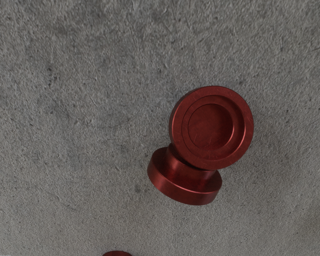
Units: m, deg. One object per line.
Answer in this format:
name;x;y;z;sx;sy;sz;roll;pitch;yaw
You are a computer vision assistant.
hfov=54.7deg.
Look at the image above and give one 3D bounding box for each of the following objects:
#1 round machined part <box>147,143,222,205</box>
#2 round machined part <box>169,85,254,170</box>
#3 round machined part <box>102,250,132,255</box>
round machined part;0.036;0.052;0.406;0.099;0.098;0.042;15;115;-13
round machined part;0.058;-0.002;0.375;0.099;0.042;0.097;-1;95;-10
round machined part;-0.090;0.291;0.643;0.099;0.042;0.097;0;130;0
